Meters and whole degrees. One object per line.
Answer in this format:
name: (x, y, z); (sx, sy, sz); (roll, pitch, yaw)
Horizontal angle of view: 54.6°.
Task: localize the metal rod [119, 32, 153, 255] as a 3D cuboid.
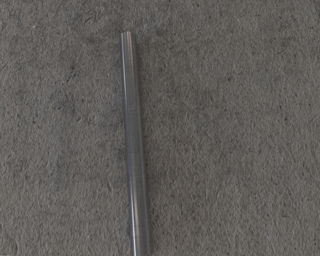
metal rod: (-0.034, 0.006, 0.405); (0.025, 0.025, 0.299); (-5, 70, -2)
